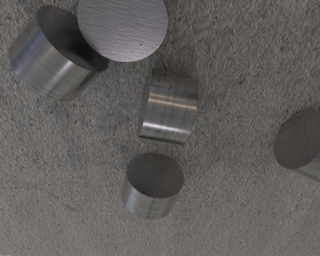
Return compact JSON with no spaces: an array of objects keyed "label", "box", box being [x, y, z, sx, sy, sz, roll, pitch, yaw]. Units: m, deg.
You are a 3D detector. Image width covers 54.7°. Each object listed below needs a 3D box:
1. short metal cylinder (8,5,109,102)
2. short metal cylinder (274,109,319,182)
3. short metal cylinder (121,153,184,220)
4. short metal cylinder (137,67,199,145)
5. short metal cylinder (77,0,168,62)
[{"label":"short metal cylinder","box":[-0.098,-0.073,0.308,0.050,0.080,0.080,-37,121,27]},{"label":"short metal cylinder","box":[0.193,0.023,0.392,0.050,0.080,0.080,24,126,-19]},{"label":"short metal cylinder","box":[-0.012,0.082,0.441,0.081,0.080,0.050,10,129,-9]},{"label":"short metal cylinder","box":[0.007,-0.024,0.350,0.050,0.080,0.079,11,129,-9]},{"label":"short metal cylinder","box":[-0.033,-0.111,0.296,0.081,0.050,0.079,0,130,0]}]
